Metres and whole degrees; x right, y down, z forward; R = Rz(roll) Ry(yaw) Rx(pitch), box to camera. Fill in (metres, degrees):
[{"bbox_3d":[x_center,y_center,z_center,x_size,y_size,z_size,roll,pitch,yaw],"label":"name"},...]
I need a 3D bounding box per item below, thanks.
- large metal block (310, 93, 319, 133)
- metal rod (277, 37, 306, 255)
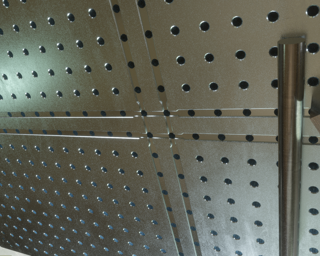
[{"bbox_3d":[0.200,-0.005,0.286,0.080,0.050,0.080,-30,102,38],"label":"large metal block"},{"bbox_3d":[0.151,0.048,0.360,0.025,0.025,0.298,3,120,27],"label":"metal rod"}]
